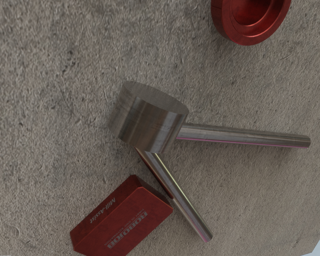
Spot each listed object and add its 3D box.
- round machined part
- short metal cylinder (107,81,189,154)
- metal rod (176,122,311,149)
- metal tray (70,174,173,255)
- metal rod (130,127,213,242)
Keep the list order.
[{"bbox_3d":[0.100,-0.149,0.358,0.099,0.042,0.097,-14,124,-21],"label":"round machined part"},{"bbox_3d":[-0.014,-0.014,0.356,0.081,0.080,0.050,13,112,-34],"label":"short metal cylinder"},{"bbox_3d":[0.136,0.014,0.489,0.302,0.025,0.025,5,116,-31],"label":"metal rod"},{"bbox_3d":[-0.055,0.139,0.460,0.130,0.030,0.090,-43,130,2],"label":"metal tray"},{"bbox_3d":[0.026,0.103,0.484,0.025,0.025,0.299,-36,129,-5],"label":"metal rod"}]
